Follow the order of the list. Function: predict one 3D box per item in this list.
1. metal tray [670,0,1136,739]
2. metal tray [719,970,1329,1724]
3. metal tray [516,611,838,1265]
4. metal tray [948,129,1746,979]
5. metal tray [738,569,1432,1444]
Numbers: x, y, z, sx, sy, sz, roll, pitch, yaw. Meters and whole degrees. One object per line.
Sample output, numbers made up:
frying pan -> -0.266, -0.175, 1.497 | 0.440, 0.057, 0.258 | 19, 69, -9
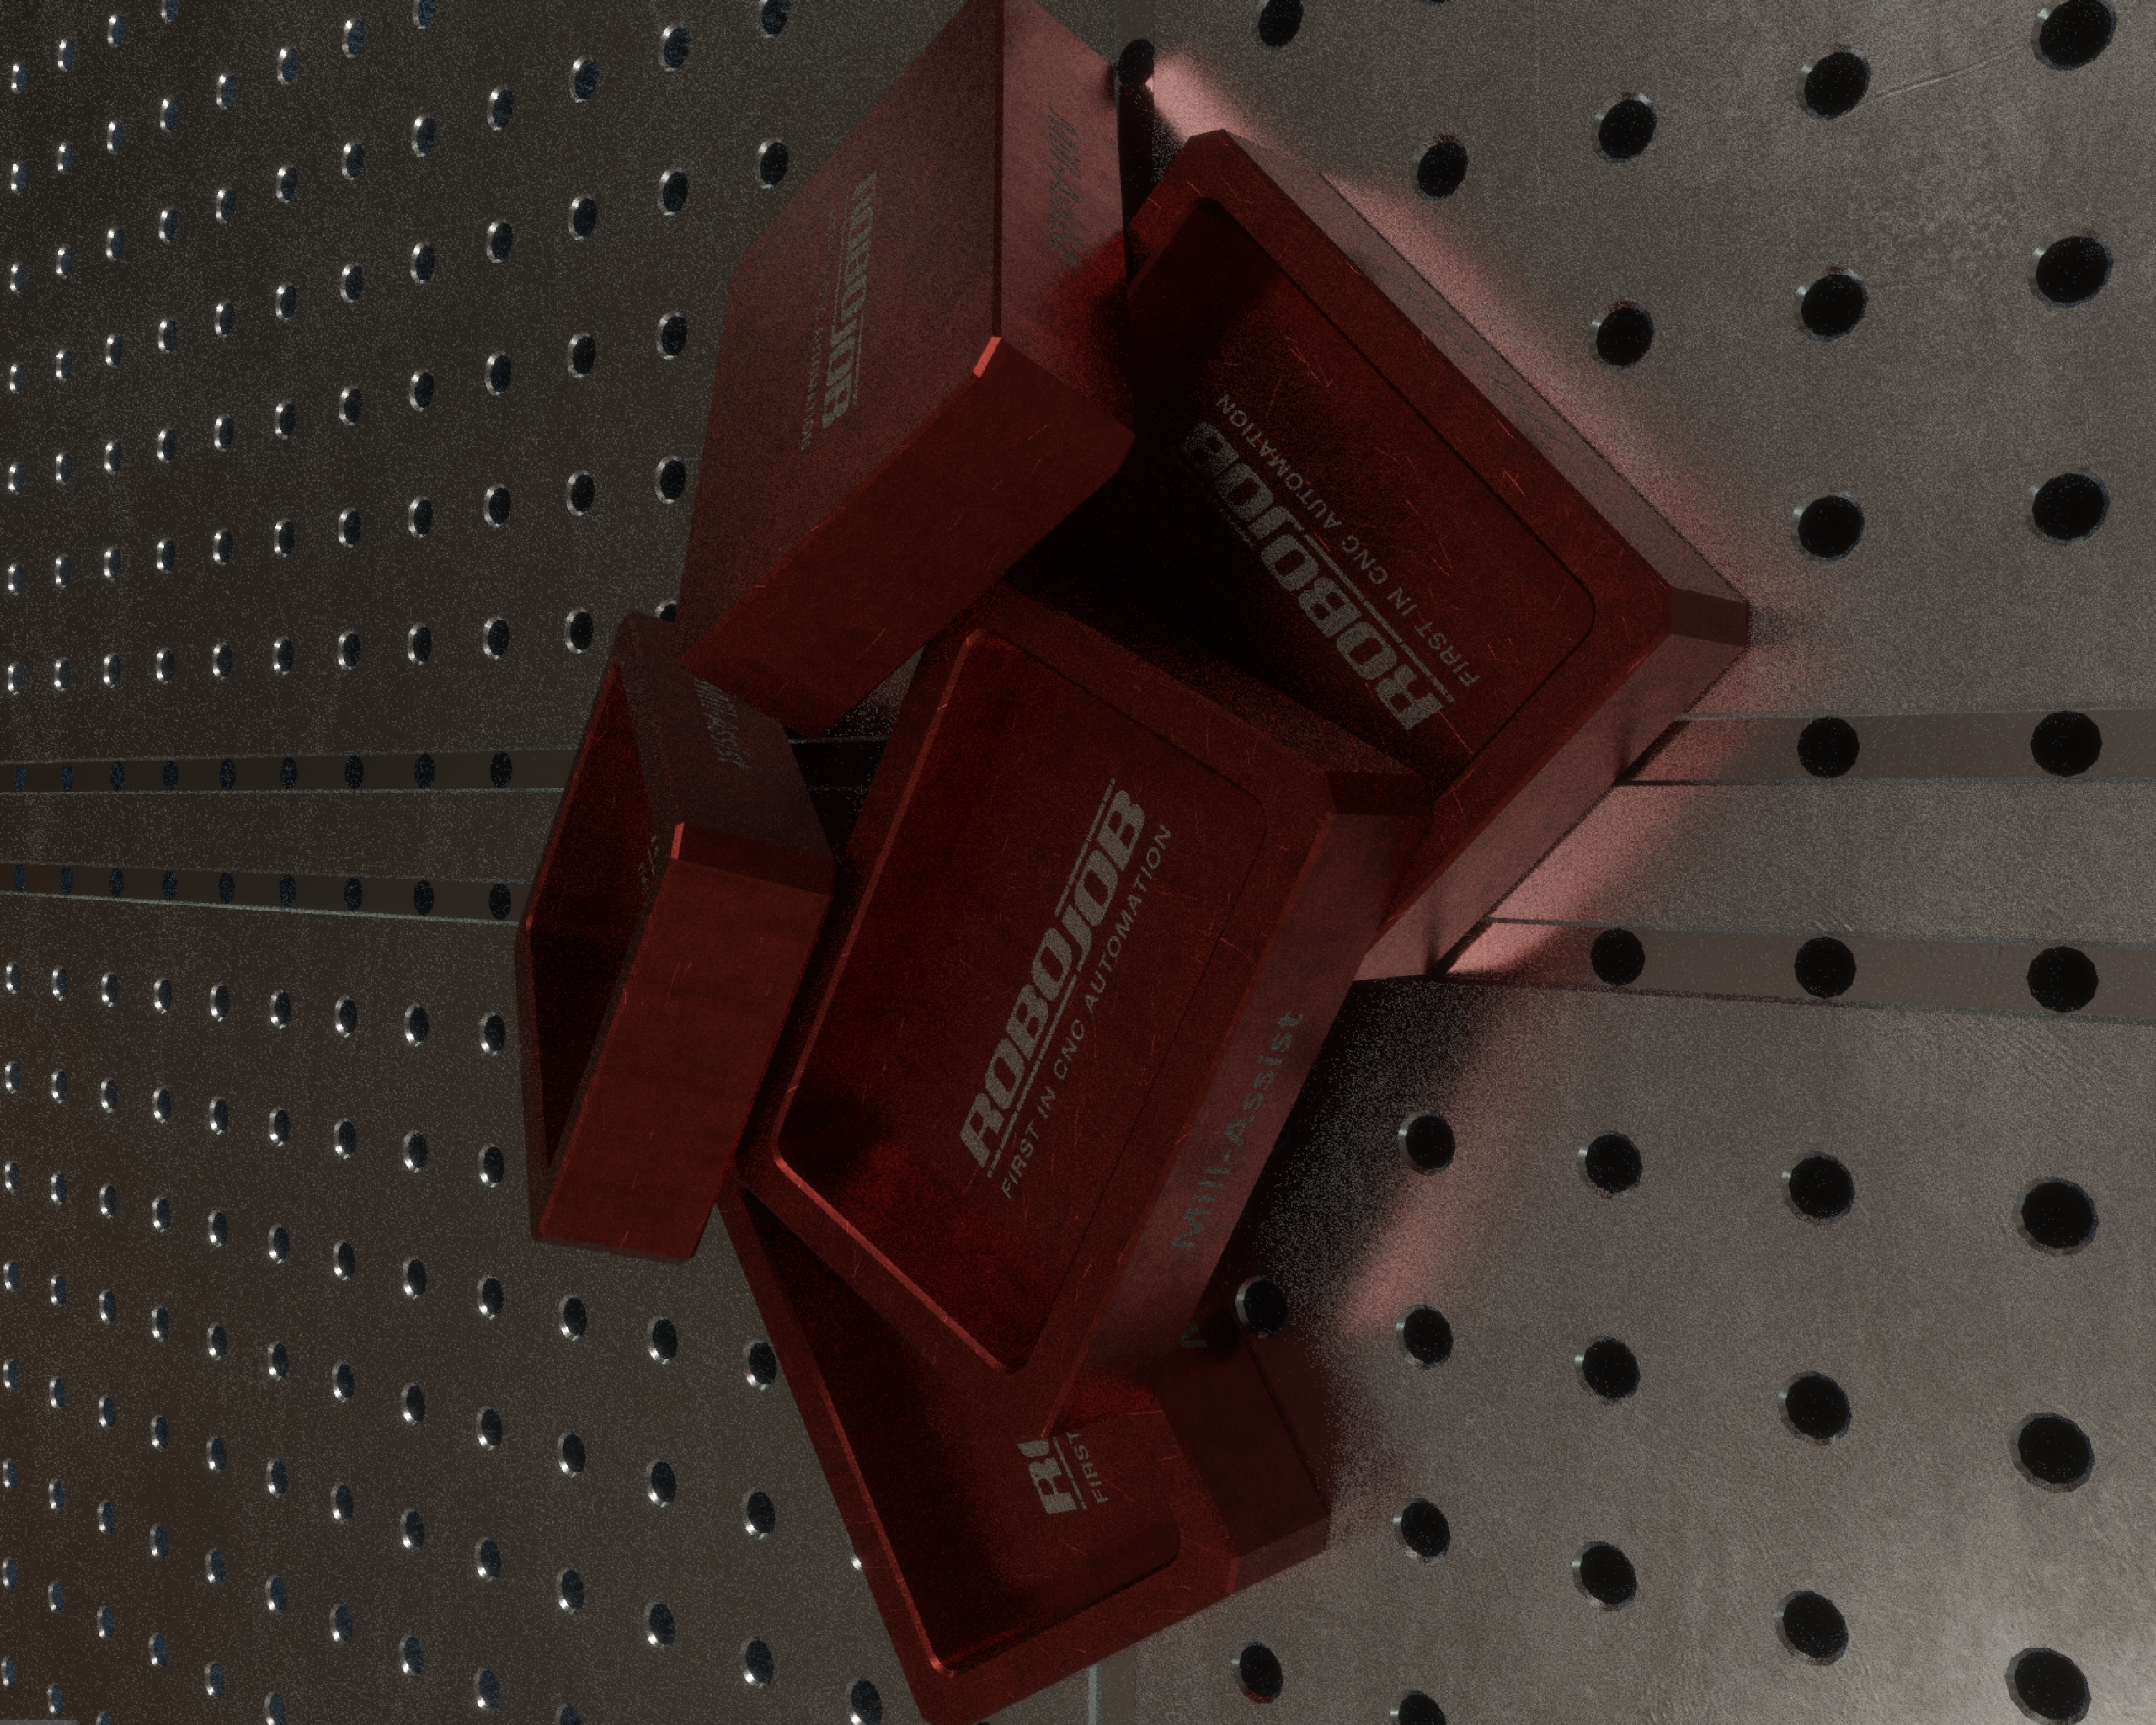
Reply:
metal tray -> -0.032, -0.097, 0.391 | 0.090, 0.030, 0.130 | -37, 37, 33
metal tray -> -0.017, 0.094, 0.418 | 0.090, 0.030, 0.130 | -40, 66, 32
metal tray -> -0.089, 0.011, 0.437 | 0.089, 0.030, 0.130 | -67, 24, 18
metal tray -> 0.041, -0.054, 0.370 | 0.090, 0.030, 0.130 | -51, 61, 27
metal tray -> -0.005, 0.023, 0.369 | 0.090, 0.030, 0.129 | 35, 111, 34
